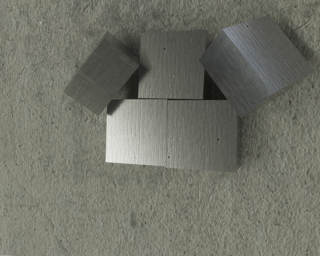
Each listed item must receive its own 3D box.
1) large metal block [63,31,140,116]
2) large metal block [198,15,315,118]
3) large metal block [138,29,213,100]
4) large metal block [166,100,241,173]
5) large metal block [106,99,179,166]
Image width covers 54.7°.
[{"bbox_3d":[-0.073,-0.073,0.398,0.050,0.080,0.080,36,104,-19],"label":"large metal block"},{"bbox_3d":[0.104,-0.069,0.338,0.080,0.081,0.050,56,147,11],"label":"large metal block"},{"bbox_3d":[0.021,-0.075,0.389,0.080,0.050,0.079,3,91,19],"label":"large metal block"},{"bbox_3d":[0.055,0.008,0.375,0.080,0.050,0.079,2,91,19],"label":"large metal block"},{"bbox_3d":[-0.022,0.004,0.403,0.080,0.050,0.079,2,91,19],"label":"large metal block"}]
